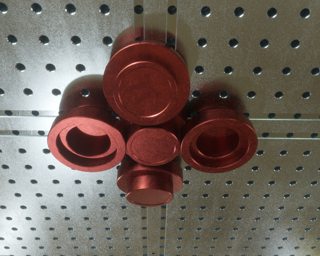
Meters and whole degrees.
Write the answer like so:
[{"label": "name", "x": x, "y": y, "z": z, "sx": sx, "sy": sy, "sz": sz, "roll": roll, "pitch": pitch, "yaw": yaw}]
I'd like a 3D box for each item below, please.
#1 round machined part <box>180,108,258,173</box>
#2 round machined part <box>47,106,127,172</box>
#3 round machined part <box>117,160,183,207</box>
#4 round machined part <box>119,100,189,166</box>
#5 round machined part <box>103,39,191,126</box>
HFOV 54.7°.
[{"label": "round machined part", "x": 0.075, "y": 0.012, "z": 0.412, "sx": 0.099, "sy": 0.042, "sz": 0.097, "roll": -1, "pitch": 130, "yaw": 0}, {"label": "round machined part", "x": -0.092, "y": 0.011, "z": 0.408, "sx": 0.099, "sy": 0.042, "sz": 0.097, "roll": -1, "pitch": 130, "yaw": 0}, {"label": "round machined part", "x": -0.015, "y": 0.085, "z": 0.457, "sx": 0.099, "sy": 0.042, "sz": 0.098, "roll": 0, "pitch": 145, "yaw": 0}, {"label": "round machined part", "x": -0.009, "y": 0.012, "z": 0.410, "sx": 0.099, "sy": 0.042, "sz": 0.097, "roll": -1, "pitch": 130, "yaw": 0}, {"label": "round machined part", "x": -0.015, "y": -0.046, "z": 0.346, "sx": 0.099, "sy": 0.042, "sz": 0.097, "roll": 0, "pitch": 116, "yaw": 1}]
